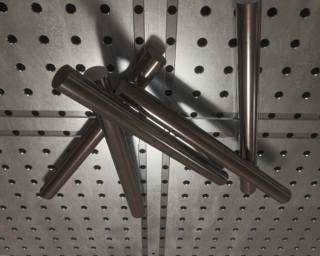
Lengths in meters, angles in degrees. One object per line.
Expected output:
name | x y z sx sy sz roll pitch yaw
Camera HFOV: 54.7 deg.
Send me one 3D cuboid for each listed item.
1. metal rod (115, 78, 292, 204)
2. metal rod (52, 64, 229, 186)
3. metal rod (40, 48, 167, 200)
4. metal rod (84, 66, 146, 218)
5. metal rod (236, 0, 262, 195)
metal rod | 0.073 0.029 0.403 0.301 0.025 0.025 33 123 -25
metal rod | 0.003 0.016 0.379 0.025 0.025 0.301 -32 138 24
metal rod | -0.092 0.012 0.420 0.025 0.025 0.299 29 124 -23
metal rod | -0.052 0.044 0.425 0.025 0.025 0.298 -5 137 3
metal rod | 0.114 -0.015 0.400 0.025 0.025 0.298 -8 130 6
